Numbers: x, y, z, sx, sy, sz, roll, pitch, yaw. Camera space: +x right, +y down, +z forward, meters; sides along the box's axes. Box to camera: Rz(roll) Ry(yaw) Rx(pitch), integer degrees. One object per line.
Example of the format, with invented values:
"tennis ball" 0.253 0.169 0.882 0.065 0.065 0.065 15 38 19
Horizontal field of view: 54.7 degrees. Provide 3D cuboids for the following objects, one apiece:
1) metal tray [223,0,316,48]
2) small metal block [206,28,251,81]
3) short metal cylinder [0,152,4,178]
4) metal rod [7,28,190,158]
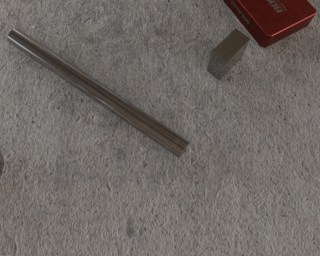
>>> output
"metal tray" 0.161 -0.197 0.479 0.090 0.030 0.130 -28 73 -10
"small metal block" 0.094 -0.102 0.433 0.025 0.050 0.050 42 75 13
"short metal cylinder" -0.243 0.045 0.377 0.081 0.050 0.080 0 70 0
"metal rod" -0.091 -0.053 0.426 0.300 0.025 0.025 34 73 11
